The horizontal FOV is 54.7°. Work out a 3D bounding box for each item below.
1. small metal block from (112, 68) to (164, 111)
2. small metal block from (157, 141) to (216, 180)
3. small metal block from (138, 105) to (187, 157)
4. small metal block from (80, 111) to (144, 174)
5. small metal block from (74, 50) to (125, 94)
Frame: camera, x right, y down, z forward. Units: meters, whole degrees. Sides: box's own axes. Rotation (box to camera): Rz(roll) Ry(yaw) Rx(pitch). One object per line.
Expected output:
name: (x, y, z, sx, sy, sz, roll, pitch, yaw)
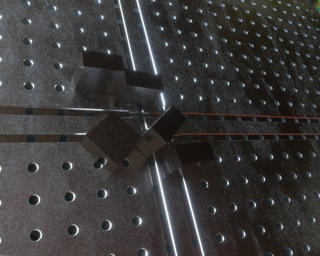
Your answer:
small metal block: (-0.030, -0.049, 0.407, 0.050, 0.050, 0.025, 5, 60, -26)
small metal block: (0.032, 0.040, 0.386, 0.050, 0.050, 0.025, -5, 65, -31)
small metal block: (0.000, 0.004, 0.390, 0.025, 0.050, 0.050, 45, 50, -4)
small metal block: (-0.056, 0.017, 0.369, 0.050, 0.025, 0.050, 43, 51, 1)
small metal block: (-0.078, -0.069, 0.393, 0.050, 0.050, 0.025, 2, 60, -28)
